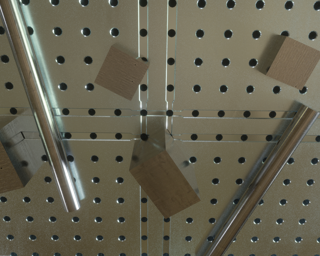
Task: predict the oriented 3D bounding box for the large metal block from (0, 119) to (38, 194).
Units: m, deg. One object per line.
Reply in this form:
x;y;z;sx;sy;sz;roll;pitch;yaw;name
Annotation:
-0.225;0.043;0.414;0.080;0.050;0.080;-15;110;5;large metal block

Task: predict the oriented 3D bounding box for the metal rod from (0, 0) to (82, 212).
-0.153;-0.022;0.403;0.025;0.025;0.298;-9;110;3;metal rod

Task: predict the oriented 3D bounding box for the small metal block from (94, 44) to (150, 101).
-0.047;-0.070;0.387;0.050;0.025;0.050;27;108;-10;small metal block

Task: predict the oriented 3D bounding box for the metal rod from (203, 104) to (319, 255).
0.134;0.101;0.451;0.025;0.025;0.298;24;108;-9;metal rod

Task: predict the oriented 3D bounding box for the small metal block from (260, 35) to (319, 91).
0.162;-0.081;0.385;0.050;0.025;0.050;21;109;-8;small metal block

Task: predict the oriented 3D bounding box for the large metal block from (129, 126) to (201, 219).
0.007;0.055;0.404;0.050;0.080;0.080;-31;107;11;large metal block
